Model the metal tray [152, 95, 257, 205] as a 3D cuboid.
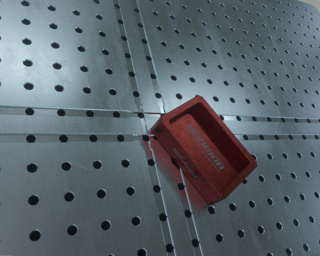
[{"bbox_3d":[0.062,0.026,0.424,0.091,0.030,0.130,-32,80,-38],"label":"metal tray"}]
